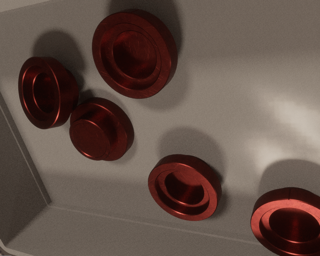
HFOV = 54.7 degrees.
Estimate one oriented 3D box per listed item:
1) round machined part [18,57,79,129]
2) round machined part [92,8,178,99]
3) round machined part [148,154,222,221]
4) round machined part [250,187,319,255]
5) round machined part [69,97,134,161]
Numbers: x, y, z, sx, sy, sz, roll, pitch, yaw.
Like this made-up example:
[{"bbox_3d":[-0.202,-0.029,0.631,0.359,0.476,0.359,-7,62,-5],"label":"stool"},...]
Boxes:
[{"bbox_3d":[-0.151,-0.049,0.431,0.098,0.042,0.097,9,106,36],"label":"round machined part"},{"bbox_3d":[-0.025,-0.086,0.356,0.098,0.042,0.097,13,124,20],"label":"round machined part"},{"bbox_3d":[0.037,0.076,0.424,0.098,0.042,0.097,13,124,20],"label":"round machined part"},{"bbox_3d":[0.165,0.112,0.380,0.098,0.042,0.097,13,124,20],"label":"round machined part"},{"bbox_3d":[-0.091,0.008,0.449,0.098,0.042,0.097,13,124,20],"label":"round machined part"}]
